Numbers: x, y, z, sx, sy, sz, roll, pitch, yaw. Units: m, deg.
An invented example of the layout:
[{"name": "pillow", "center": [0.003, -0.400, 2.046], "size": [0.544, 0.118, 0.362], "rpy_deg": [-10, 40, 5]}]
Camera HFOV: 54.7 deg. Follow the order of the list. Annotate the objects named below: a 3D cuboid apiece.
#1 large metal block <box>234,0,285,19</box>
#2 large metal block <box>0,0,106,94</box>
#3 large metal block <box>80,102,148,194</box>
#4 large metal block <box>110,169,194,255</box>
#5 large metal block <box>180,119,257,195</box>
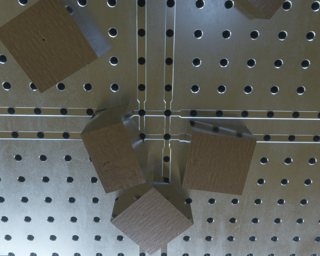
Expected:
[{"name": "large metal block", "center": [0.110, -0.177, 0.336], "size": [0.080, 0.050, 0.080], "rpy_deg": [35, 106, -13]}, {"name": "large metal block", "center": [-0.123, -0.100, 0.362], "size": [0.080, 0.050, 0.080], "rpy_deg": [-29, 108, 10]}, {"name": "large metal block", "center": [-0.053, 0.022, 0.392], "size": [0.050, 0.080, 0.080], "rpy_deg": [-17, 110, 6]}, {"name": "large metal block", "center": [-0.011, 0.121, 0.445], "size": [0.080, 0.050, 0.080], "rpy_deg": [-41, 106, 13]}, {"name": "large metal block", "center": [0.074, 0.038, 0.415], "size": [0.081, 0.050, 0.079], "rpy_deg": [8, 110, -3]}]
